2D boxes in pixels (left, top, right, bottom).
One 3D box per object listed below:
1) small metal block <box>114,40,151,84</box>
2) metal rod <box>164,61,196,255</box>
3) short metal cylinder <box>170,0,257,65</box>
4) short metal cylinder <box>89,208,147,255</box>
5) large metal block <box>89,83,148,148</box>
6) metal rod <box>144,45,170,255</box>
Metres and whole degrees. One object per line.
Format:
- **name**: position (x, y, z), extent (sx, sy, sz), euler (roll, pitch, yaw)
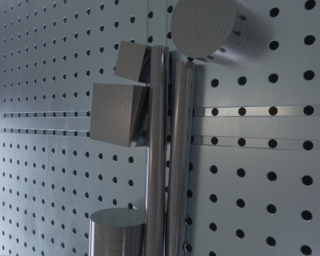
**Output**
- **small metal block**: position (-0.034, -0.093, 0.438), extent (0.050, 0.025, 0.050), euler (22, 104, 37)
- **metal rod**: position (0.023, 0.068, 0.390), extent (0.025, 0.025, 0.298), euler (6, 94, 40)
- **short metal cylinder**: position (0.059, -0.114, 0.345), extent (0.080, 0.050, 0.079), euler (0, 90, 40)
- **short metal cylinder**: position (-0.054, 0.144, 0.418), extent (0.080, 0.081, 0.050), euler (4, 93, 40)
- **large metal block**: position (-0.051, -0.019, 0.435), extent (0.080, 0.050, 0.079), euler (9, 96, 39)
- **metal rod**: position (-0.004, 0.044, 0.398), extent (0.025, 0.025, 0.298), euler (-2, 84, 40)
